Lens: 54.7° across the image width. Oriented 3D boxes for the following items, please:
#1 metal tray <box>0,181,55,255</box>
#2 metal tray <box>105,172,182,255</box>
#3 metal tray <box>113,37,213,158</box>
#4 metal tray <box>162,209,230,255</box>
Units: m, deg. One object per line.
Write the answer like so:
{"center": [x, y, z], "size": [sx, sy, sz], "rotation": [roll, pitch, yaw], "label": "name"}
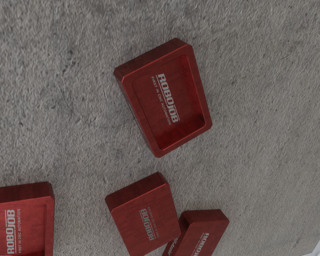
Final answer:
{"center": [-0.182, 0.132, 0.385], "size": [0.091, 0.030, 0.129], "rotation": [-3, 120, -27], "label": "metal tray"}
{"center": [-0.022, 0.138, 0.477], "size": [0.091, 0.030, 0.129], "rotation": [-24, 127, -14], "label": "metal tray"}
{"center": [0.009, -0.034, 0.387], "size": [0.090, 0.030, 0.129], "rotation": [-30, 129, -10], "label": "metal tray"}
{"center": [0.062, 0.210, 0.567], "size": [0.091, 0.030, 0.129], "rotation": [7, 115, -32], "label": "metal tray"}
